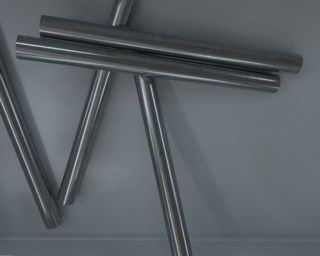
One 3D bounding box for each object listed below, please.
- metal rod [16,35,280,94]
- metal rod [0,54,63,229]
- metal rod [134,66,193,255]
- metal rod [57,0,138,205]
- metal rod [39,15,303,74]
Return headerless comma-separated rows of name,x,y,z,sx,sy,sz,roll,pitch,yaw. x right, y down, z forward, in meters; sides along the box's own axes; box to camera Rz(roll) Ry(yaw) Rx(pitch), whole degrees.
metal rod,-0.001,-0.070,0.357,0.302,0.025,0.025,6,110,-14
metal rod,-0.187,0.006,0.410,0.025,0.025,0.298,-11,110,3
metal rod,0.006,0.054,0.378,0.025,0.025,0.298,-12,89,4
metal rod,-0.085,-0.028,0.399,0.025,0.025,0.298,19,109,-7
metal rod,0.022,-0.094,0.358,0.302,0.025,0.025,6,110,-10
